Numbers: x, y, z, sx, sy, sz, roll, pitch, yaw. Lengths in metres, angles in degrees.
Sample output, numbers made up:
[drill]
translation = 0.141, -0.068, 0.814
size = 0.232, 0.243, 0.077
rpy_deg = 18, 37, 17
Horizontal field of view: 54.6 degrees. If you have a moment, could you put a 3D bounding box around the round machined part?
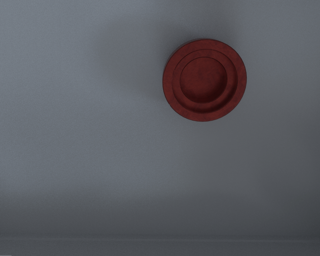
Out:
[round machined part]
translation = 0.052, -0.060, 0.380
size = 0.099, 0.042, 0.097
rpy_deg = 0, 110, 0
